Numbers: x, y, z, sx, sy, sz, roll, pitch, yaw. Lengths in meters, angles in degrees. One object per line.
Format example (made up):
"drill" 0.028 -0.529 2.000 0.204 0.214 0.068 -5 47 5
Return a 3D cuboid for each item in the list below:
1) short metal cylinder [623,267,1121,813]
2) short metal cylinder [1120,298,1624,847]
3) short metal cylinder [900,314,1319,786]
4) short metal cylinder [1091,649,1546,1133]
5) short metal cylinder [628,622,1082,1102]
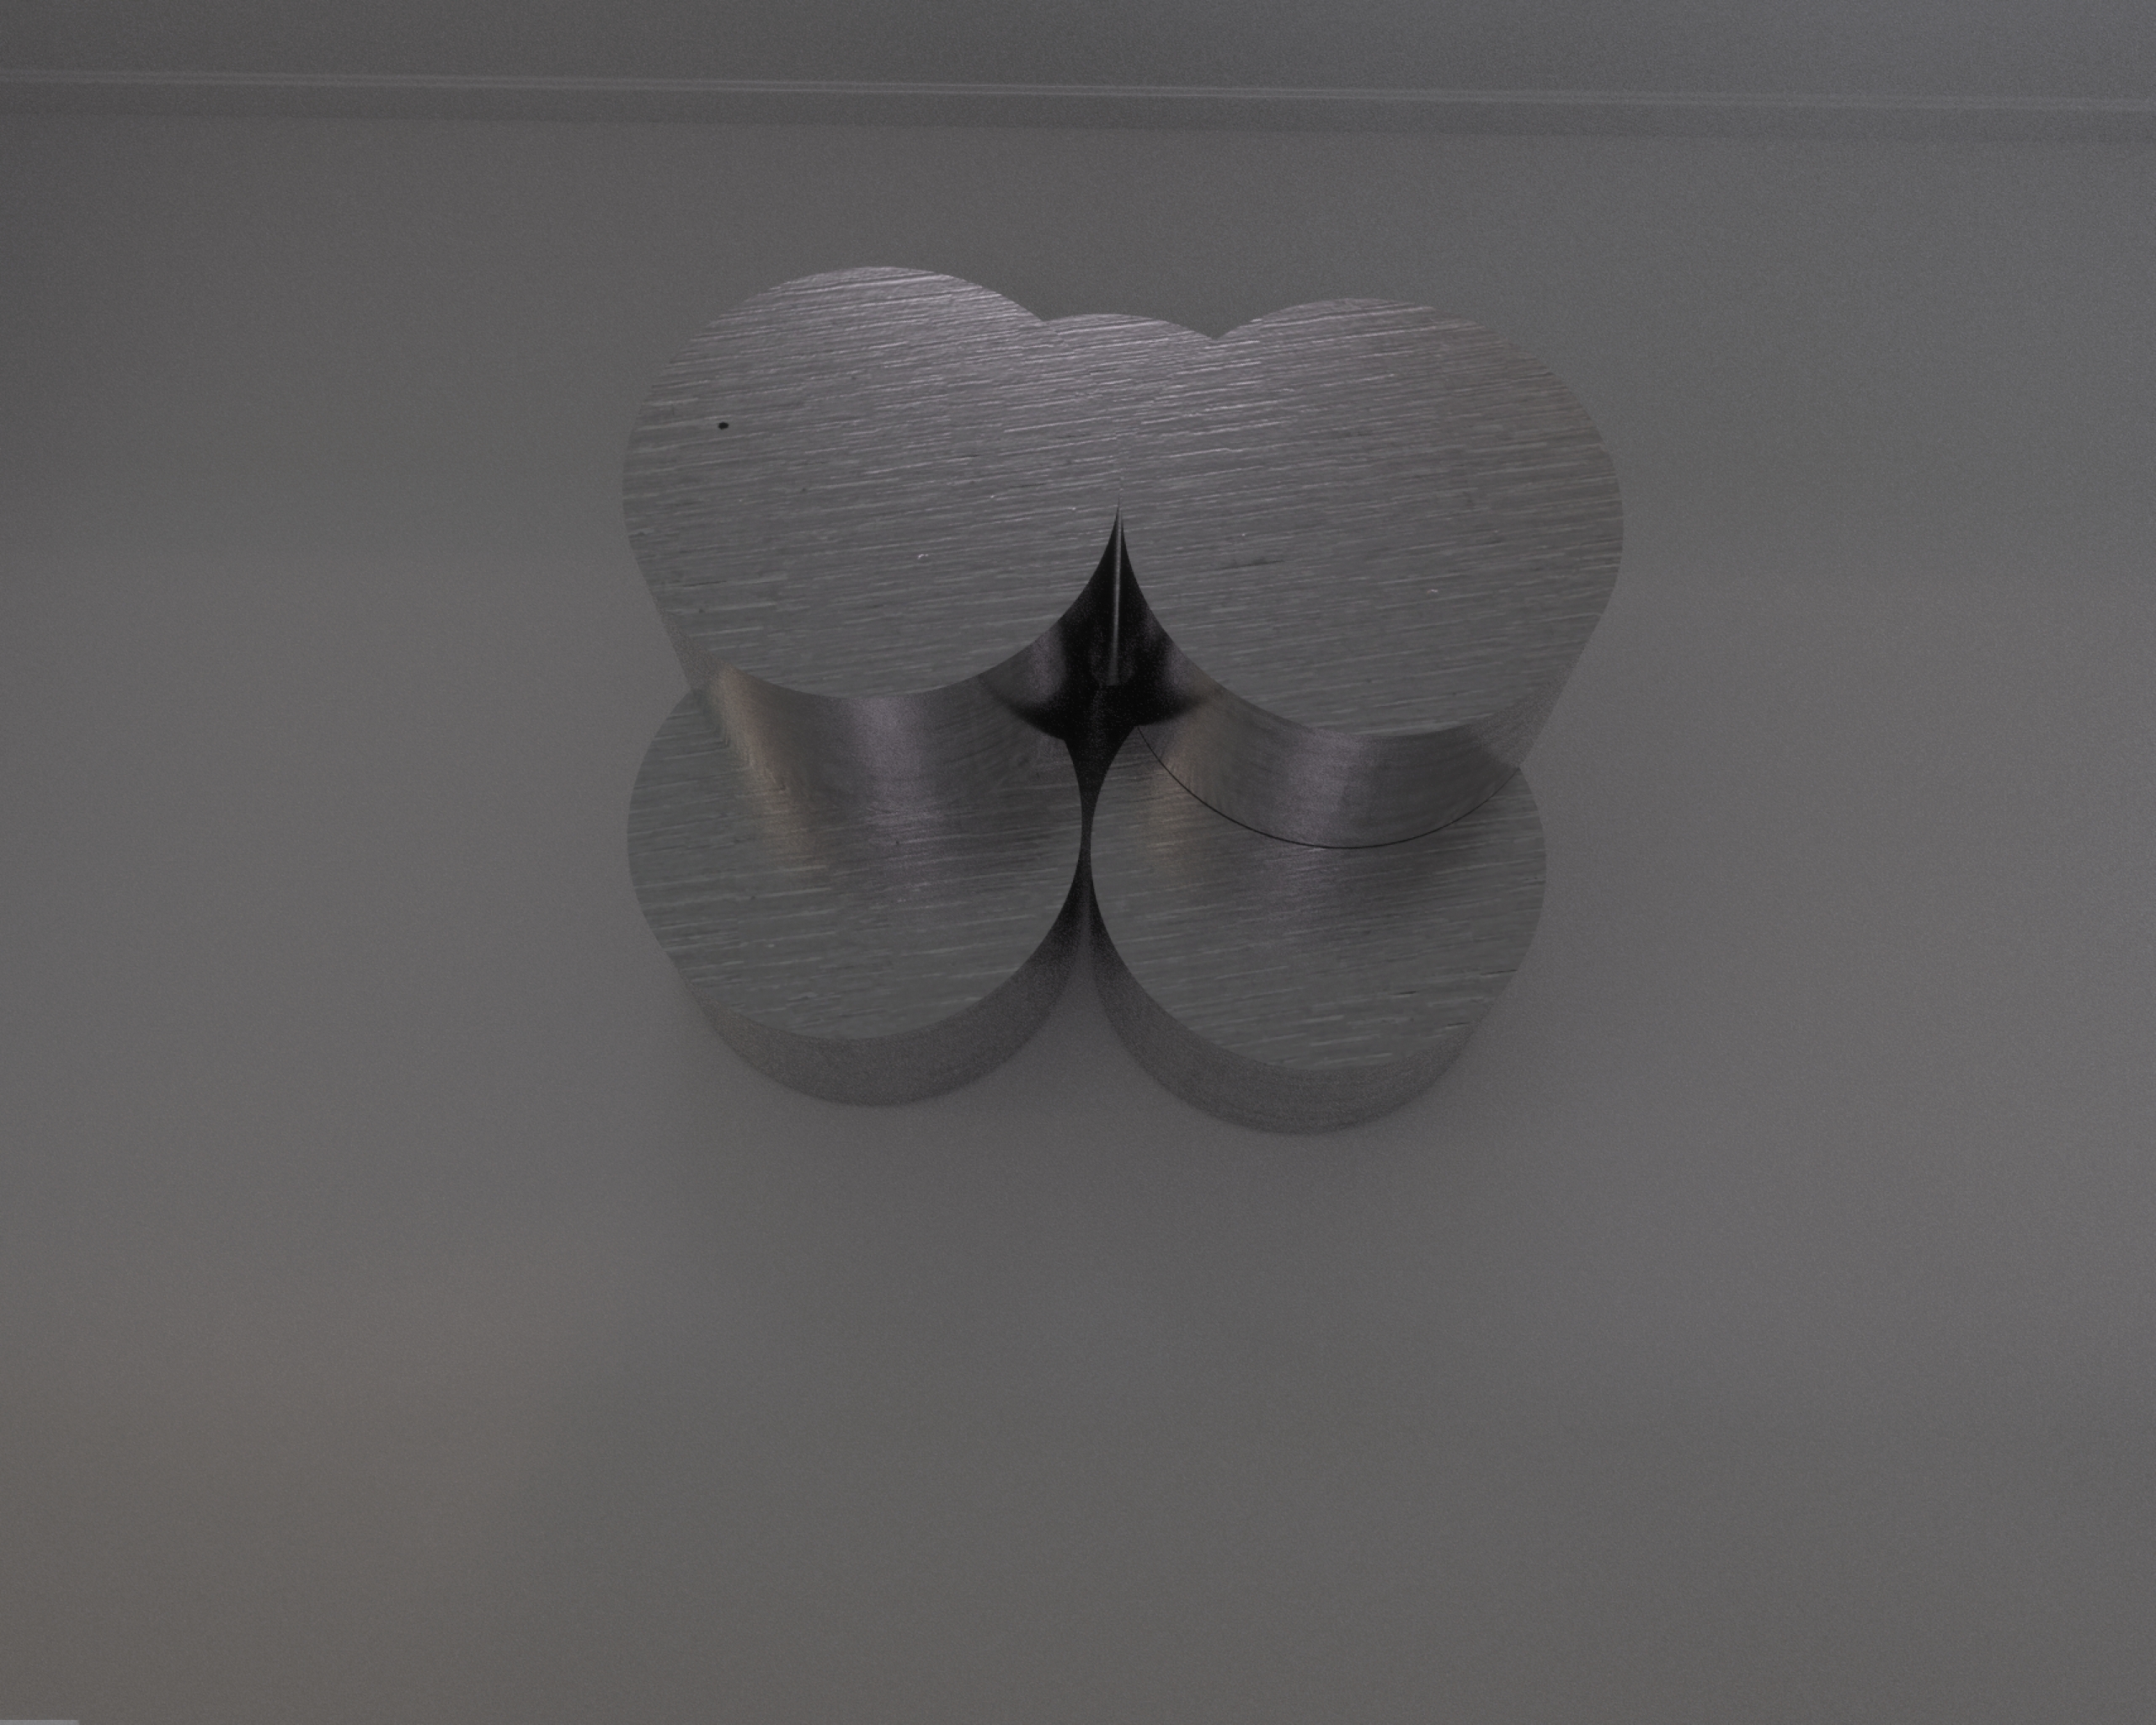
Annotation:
"short metal cylinder" -0.033 -0.055 0.361 0.081 0.050 0.080 0 70 0
"short metal cylinder" 0.047 -0.049 0.359 0.081 0.050 0.080 0 70 0
"short metal cylinder" 0.006 -0.061 0.417 0.081 0.050 0.080 0 70 0
"short metal cylinder" 0.043 0.006 0.392 0.081 0.050 0.080 0 70 0
"short metal cylinder" -0.039 0.001 0.394 0.081 0.050 0.080 0 70 0
